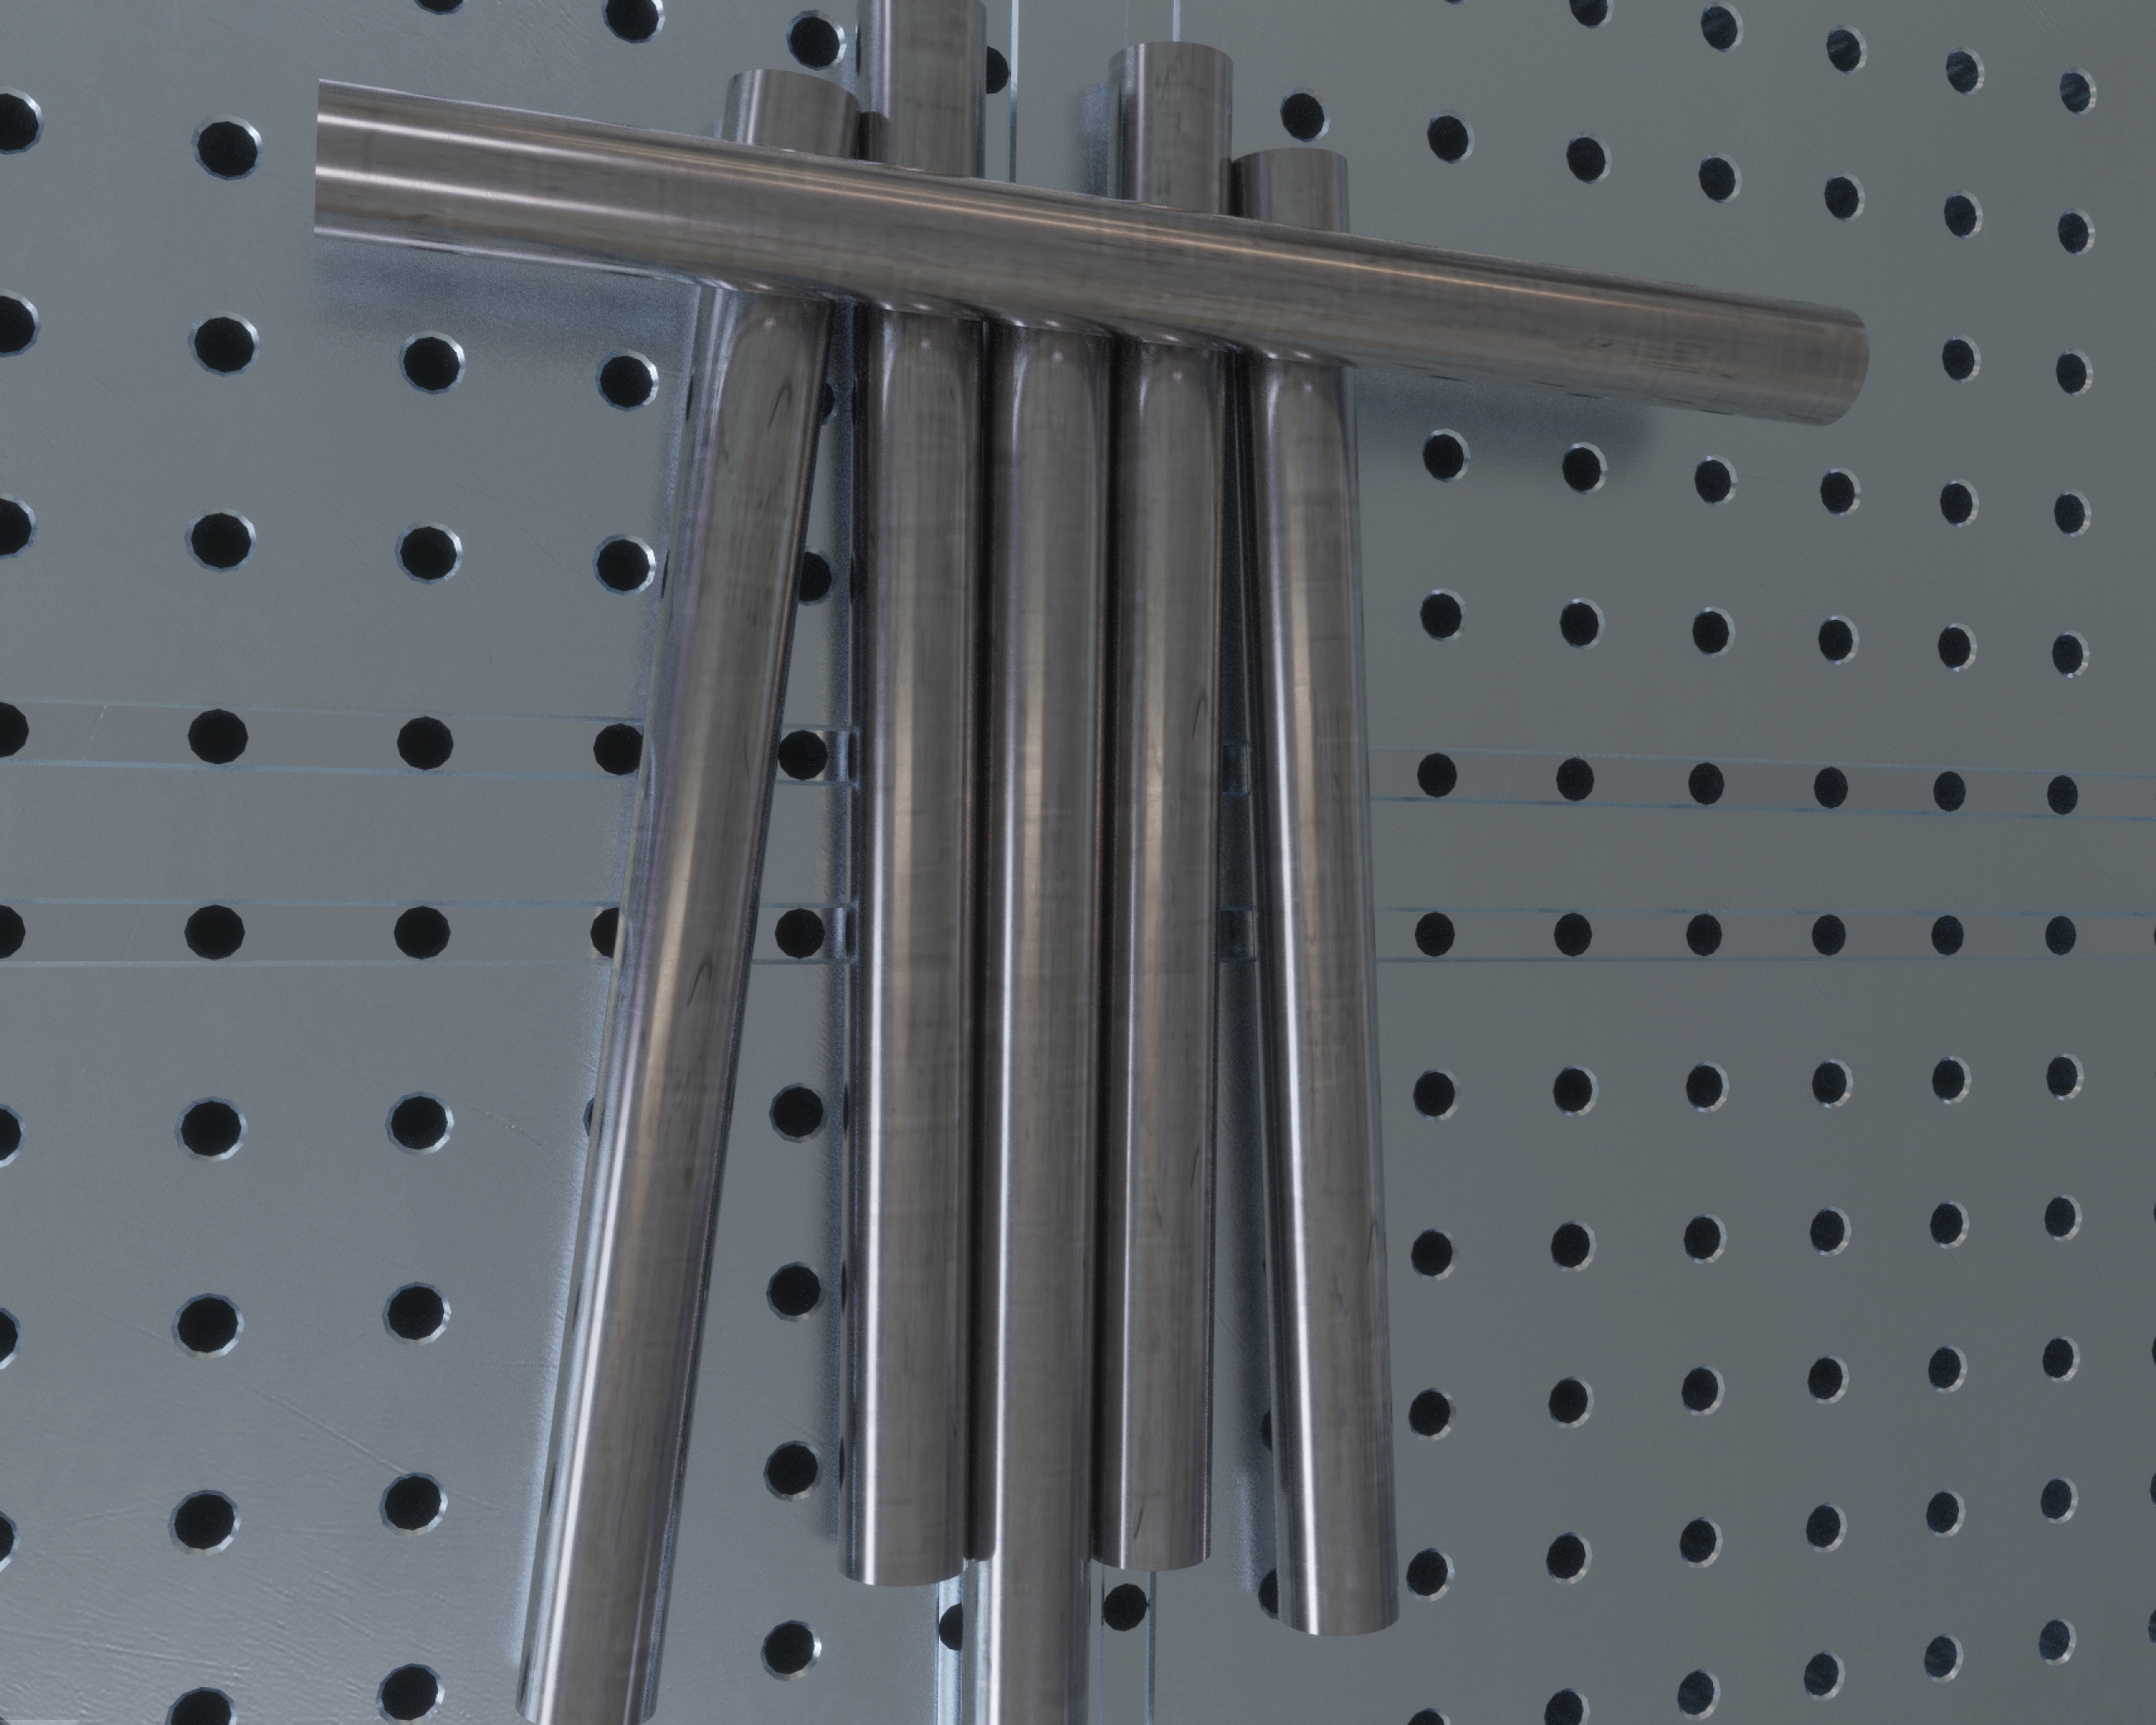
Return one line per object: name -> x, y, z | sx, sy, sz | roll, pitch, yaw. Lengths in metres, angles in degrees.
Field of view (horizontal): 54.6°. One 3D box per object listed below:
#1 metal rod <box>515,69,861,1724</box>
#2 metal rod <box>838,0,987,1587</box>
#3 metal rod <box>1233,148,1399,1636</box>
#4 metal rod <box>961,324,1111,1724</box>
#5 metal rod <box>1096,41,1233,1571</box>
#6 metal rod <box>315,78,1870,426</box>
metal rod -> -0.071, 0.005, 0.385 | 0.025, 0.025, 0.299 | 8, 87, -20
metal rod -> -0.032, -0.015, 0.401 | 0.025, 0.025, 0.298 | 1, 90, -20
metal rod -> 0.048, 0.006, 0.430 | 0.025, 0.025, 0.298 | -2, 91, -20
metal rod -> -0.008, 0.041, 0.409 | 0.025, 0.025, 0.298 | 1, 90, -20
metal rod -> 0.016, -0.011, 0.420 | 0.025, 0.025, 0.298 | 1, 90, -20
metal rod -> 0.018, -0.110, 0.392 | 0.302, 0.025, 0.025 | 2, 90, -20
